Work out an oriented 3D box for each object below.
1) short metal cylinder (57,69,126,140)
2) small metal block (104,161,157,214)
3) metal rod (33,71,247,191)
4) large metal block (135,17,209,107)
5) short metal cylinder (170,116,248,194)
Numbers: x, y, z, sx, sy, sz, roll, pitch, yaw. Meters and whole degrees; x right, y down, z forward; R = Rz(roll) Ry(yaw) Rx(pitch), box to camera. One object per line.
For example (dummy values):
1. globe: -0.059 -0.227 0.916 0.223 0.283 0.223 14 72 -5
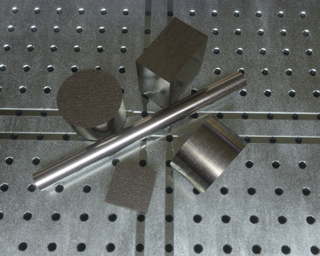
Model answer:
1. short metal cylinder: -0.087 -0.029 0.404 0.081 0.050 0.080 0 70 0
2. small metal block: -0.034 0.074 0.381 0.050 0.025 0.050 14 71 5
3. metal rod: -0.018 0.000 0.408 0.302 0.025 0.025 -27 73 -10
4. large metal block: 0.015 -0.082 0.409 0.050 0.080 0.080 35 74 11
5. short metal cylinder: 0.058 0.032 0.368 0.050 0.080 0.080 42 75 13
